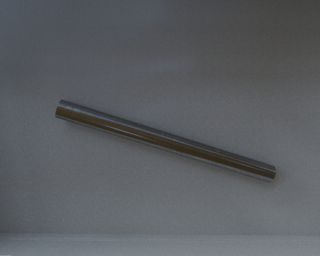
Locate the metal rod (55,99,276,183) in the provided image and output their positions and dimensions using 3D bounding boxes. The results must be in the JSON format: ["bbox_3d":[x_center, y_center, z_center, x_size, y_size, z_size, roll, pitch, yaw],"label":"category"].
[{"bbox_3d":[0.013,0.020,0.417,0.302,0.025,0.025,17,109,-7],"label":"metal rod"}]
